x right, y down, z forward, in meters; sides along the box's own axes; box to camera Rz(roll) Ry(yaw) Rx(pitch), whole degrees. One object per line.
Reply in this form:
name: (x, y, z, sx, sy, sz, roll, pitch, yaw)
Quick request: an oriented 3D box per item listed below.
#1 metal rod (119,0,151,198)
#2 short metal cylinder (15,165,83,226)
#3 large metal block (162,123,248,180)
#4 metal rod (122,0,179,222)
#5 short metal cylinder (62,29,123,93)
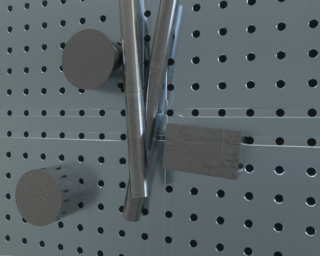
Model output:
metal rod: (-0.035, -0.062, 0.405, 0.025, 0.025, 0.298, -8, 80, 20)
short metal cylinder: (-0.162, 0.097, 0.456, 0.080, 0.050, 0.079, 0, 90, 20)
large metal block: (0.056, 0.024, 0.363, 0.080, 0.080, 0.050, 7, 92, 20)
metal rod: (-0.014, -0.022, 0.417, 0.025, 0.025, 0.298, 12, 94, 19)
short metal cylinder: (-0.087, -0.090, 0.430, 0.080, 0.050, 0.079, 0, 90, 20)
